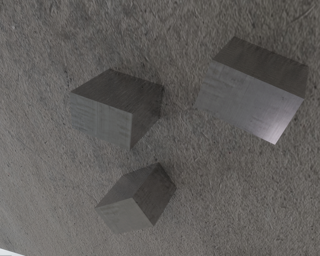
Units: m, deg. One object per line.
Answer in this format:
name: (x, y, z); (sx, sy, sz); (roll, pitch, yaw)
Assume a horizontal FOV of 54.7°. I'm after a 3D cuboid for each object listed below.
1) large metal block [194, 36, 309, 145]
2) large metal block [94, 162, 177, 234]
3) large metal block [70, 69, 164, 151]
large metal block: (0.090, -0.041, 0.299); (0.080, 0.080, 0.050); (27, 128, 11)
large metal block: (-0.034, 0.102, 0.453); (0.080, 0.080, 0.050); (-24, 105, 36)
large metal block: (-0.051, -0.026, 0.382); (0.080, 0.080, 0.050); (20, 126, 16)
